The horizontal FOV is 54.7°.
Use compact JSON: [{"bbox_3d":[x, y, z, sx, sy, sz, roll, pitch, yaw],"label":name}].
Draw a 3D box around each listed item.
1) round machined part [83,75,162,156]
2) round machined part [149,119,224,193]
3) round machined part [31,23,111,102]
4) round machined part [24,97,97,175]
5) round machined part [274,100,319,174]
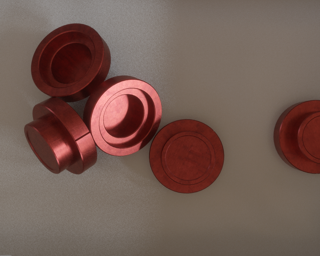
[{"bbox_3d":[-0.049,-0.018,0.386,0.099,0.042,0.097,-16,119,-32],"label":"round machined part"},{"bbox_3d":[0.035,0.037,0.403,0.099,0.042,0.097,0,90,-1],"label":"round machined part"},{"bbox_3d":[-0.107,-0.078,0.390,0.098,0.042,0.098,-4,73,15],"label":"round machined part"},{"bbox_3d":[-0.124,0.016,0.371,0.042,0.098,0.098,-36,91,-36],"label":"round machined part"},{"bbox_3d":[0.206,0.012,0.406,0.099,0.042,0.097,0,90,-1],"label":"round machined part"}]
